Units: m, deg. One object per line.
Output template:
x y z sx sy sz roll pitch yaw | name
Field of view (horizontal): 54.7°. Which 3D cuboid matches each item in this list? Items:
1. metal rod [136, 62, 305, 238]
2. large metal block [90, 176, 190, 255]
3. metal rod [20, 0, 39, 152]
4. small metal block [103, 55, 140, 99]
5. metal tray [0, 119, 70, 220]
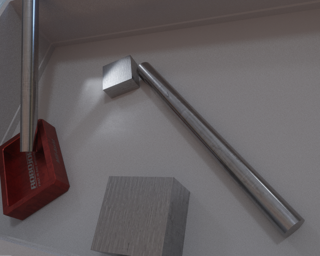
0.049 0.002 0.377 0.025 0.025 0.300 -40 51 1 | metal rod
-0.018 0.099 0.337 0.080 0.050 0.080 -3 60 26 | large metal block
-0.203 -0.112 0.484 0.025 0.025 0.298 -5 83 25 | metal rod
-0.061 -0.080 0.485 0.050 0.025 0.050 -19 54 16 | small metal block
-0.193 0.058 0.465 0.090 0.030 0.130 -33 52 5 | metal tray
